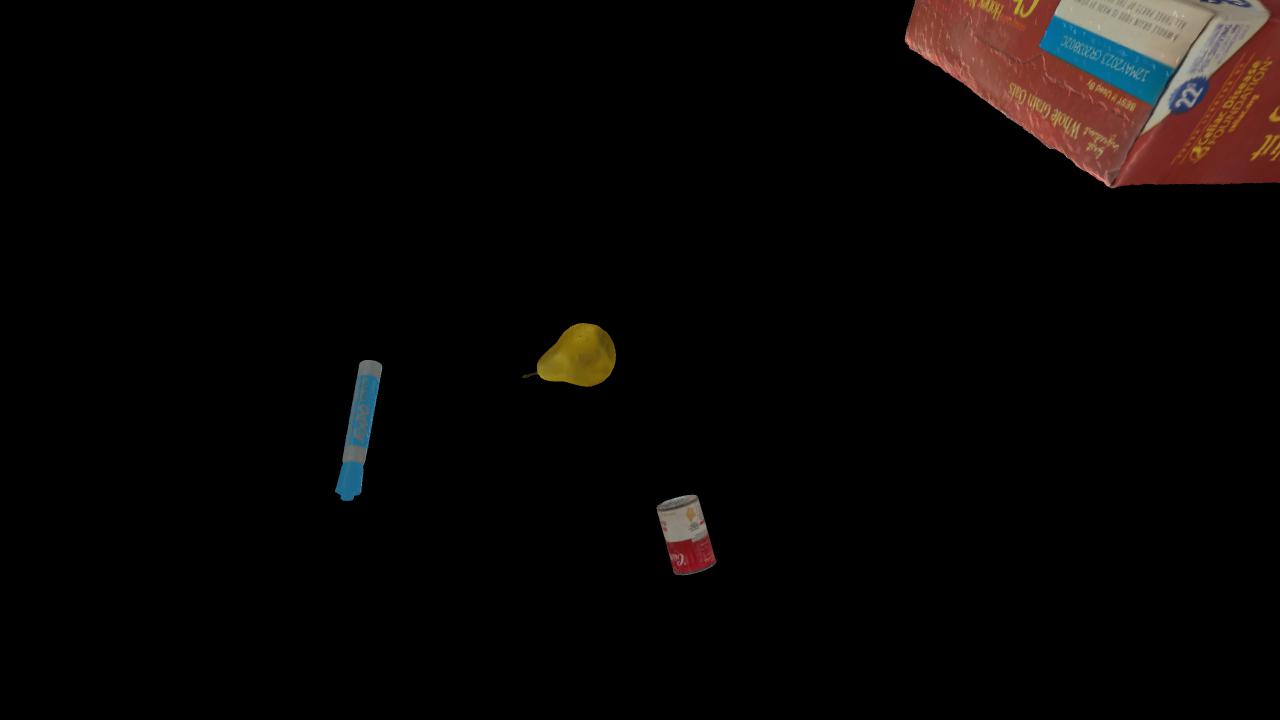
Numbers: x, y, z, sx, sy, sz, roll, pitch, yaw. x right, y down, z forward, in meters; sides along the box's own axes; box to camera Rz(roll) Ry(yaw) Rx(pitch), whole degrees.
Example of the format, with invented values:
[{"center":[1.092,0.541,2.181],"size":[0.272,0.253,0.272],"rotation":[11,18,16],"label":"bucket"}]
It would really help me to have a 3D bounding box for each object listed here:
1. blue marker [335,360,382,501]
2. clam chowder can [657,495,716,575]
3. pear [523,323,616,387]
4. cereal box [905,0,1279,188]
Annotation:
[{"center":[-0.231,0.056,0.508],"size":[0.020,0.121,0.020],"rotation":[-3,-30,-2],"label":"blue marker"},{"center":[0.070,0.262,0.929],"size":[0.068,0.102,0.068],"rotation":[-15,-3,-1],"label":"clam chowder can"},{"center":[-0.086,0.001,0.743],"size":[0.111,0.080,0.080],"rotation":[-16,-6,20],"label":"pear"},{"center":[0.333,-0.173,0.328],"size":[0.306,0.081,0.203],"rotation":[-2,43,-8],"label":"cereal box"}]
